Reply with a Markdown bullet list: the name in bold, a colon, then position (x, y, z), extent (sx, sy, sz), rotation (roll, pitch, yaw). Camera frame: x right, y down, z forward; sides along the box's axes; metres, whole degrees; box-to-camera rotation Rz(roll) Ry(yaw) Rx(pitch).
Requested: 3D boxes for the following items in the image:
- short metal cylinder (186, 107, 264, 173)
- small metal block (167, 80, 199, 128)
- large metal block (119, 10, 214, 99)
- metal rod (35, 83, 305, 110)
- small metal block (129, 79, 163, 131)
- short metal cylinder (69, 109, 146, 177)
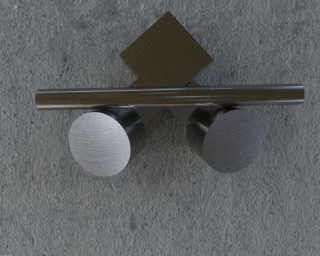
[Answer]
- **short metal cylinder**: position (0.080, 0.009, 0.385), extent (0.081, 0.050, 0.079), rotation (-6, 110, -17)
- **small metal block**: position (0.043, -0.027, 0.411), extent (0.050, 0.025, 0.050), rotation (-43, 90, 0)
- **large metal block**: position (0.008, -0.085, 0.397), extent (0.080, 0.050, 0.080), rotation (-42, 90, 0)
- **metal rod**: position (0.012, -0.036, 0.359), extent (0.302, 0.025, 0.025), rotation (-1, 90, 0)
- **small metal block**: position (-0.029, -0.029, 0.411), extent (0.050, 0.025, 0.050), rotation (-43, 90, -1)
- **short metal cylinder**: position (-0.064, 0.013, 0.384), extent (0.080, 0.050, 0.079), rotation (5, 108, 17)
